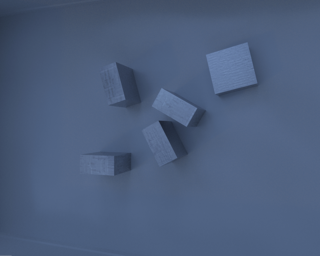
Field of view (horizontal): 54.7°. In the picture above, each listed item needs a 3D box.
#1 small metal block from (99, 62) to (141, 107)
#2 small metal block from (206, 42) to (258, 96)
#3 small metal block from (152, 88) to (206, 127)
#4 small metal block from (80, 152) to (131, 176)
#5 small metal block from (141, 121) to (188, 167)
[{"bbox_3d":[-0.052,-0.056,0.415,0.025,0.050,0.050,-17,85,19],"label":"small metal block"},{"bbox_3d":[0.089,-0.071,0.379,0.050,0.025,0.050,-14,86,19],"label":"small metal block"},{"bbox_3d":[0.025,-0.025,0.388,0.050,0.050,0.025,32,100,17],"label":"small metal block"},{"bbox_3d":[-0.073,0.047,0.422,0.050,0.050,0.025,0,90,19],"label":"small metal block"},{"bbox_3d":[0.007,0.019,0.394,0.025,0.050,0.050,-30,81,17],"label":"small metal block"}]
